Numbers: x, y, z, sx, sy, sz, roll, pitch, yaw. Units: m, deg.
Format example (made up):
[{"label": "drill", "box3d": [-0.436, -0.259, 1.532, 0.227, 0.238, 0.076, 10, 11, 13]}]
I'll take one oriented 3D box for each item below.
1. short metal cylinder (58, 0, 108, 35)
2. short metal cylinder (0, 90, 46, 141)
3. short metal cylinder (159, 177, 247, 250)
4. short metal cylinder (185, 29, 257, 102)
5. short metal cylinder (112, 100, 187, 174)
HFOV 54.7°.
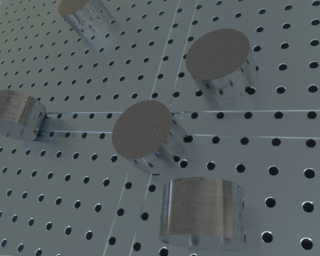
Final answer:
[{"label": "short metal cylinder", "box3d": [-0.152, -0.233, 0.612, 0.080, 0.050, 0.080, -13, 56, 20]}, {"label": "short metal cylinder", "box3d": [-0.234, -0.019, 0.505, 0.080, 0.080, 0.050, -4, 60, 26]}, {"label": "short metal cylinder", "box3d": [0.041, 0.085, 0.299, 0.080, 0.080, 0.050, -8, 58, 23]}, {"label": "short metal cylinder", "box3d": [0.079, -0.080, 0.399, 0.080, 0.050, 0.080, -13, 56, 20]}, {"label": "short metal cylinder", "box3d": [-0.013, 0.012, 0.390, 0.080, 0.050, 0.080, -13, 56, 20]}]
